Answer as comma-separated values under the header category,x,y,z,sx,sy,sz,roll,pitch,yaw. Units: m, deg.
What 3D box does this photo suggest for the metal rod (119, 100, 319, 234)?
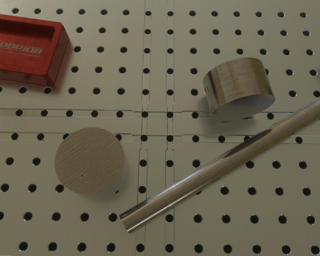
category,x,y,z,sx,sy,sz,roll,pitch,yaw
metal rod,0.088,0.044,0.396,0.302,0.025,0.025,-29,73,-10

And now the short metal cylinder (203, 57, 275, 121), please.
category,x,y,z,sx,sy,sz,roll,pitch,yaw
short metal cylinder,0.100,-0.047,0.400,0.081,0.080,0.050,-10,71,-4

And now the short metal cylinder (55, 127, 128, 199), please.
category,x,y,z,sx,sy,sz,roll,pitch,yaw
short metal cylinder,-0.081,0.045,0.381,0.080,0.050,0.080,0,70,0

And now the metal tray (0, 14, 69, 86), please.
category,x,y,z,sx,sy,sz,roll,pitch,yaw
metal tray,-0.210,-0.116,0.449,0.131,0.030,0.090,9,70,3
